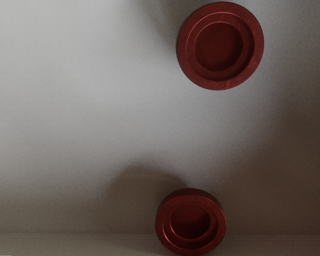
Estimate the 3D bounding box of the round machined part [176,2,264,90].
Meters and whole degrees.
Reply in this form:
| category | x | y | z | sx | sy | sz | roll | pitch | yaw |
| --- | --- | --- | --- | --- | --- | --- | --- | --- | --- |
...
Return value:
| category | x | y | z | sx | sy | sz | roll | pitch | yaw |
| --- | --- | --- | --- | --- | --- | --- | --- | --- | --- |
| round machined part | 0.068 | -0.097 | 0.367 | 0.099 | 0.042 | 0.097 | 0 | 110 | 0 |

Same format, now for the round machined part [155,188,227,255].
| category | x | y | z | sx | sy | sz | roll | pitch | yaw |
| --- | --- | --- | --- | --- | --- | --- | --- | --- | --- |
| round machined part | 0.043 | 0.131 | 0.447 | 0.099 | 0.042 | 0.097 | 1 | 105 | 3 |
